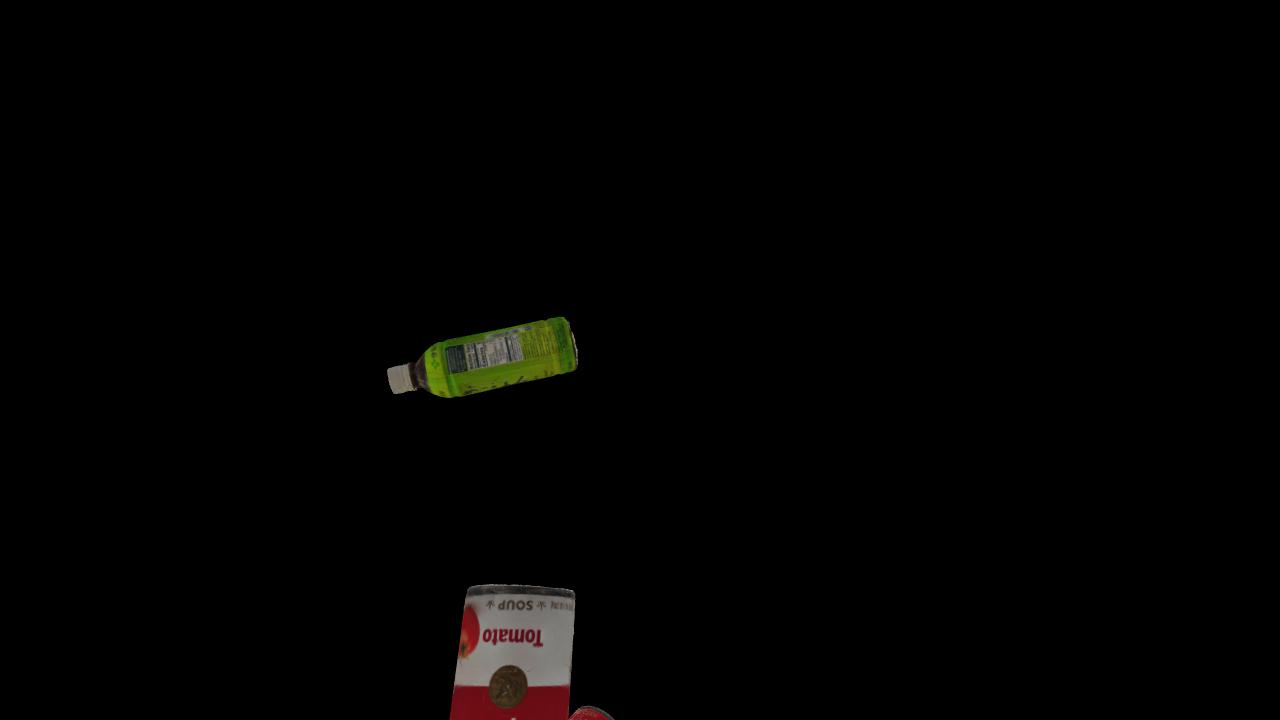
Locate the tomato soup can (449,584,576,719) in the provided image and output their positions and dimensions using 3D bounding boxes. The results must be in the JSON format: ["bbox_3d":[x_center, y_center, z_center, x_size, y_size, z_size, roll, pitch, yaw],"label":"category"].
[{"bbox_3d":[-0.072,0.185,0.353,0.068,0.101,0.068,1,-27,1],"label":"tomato soup can"}]

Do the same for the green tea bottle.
[{"bbox_3d":[-0.182,0.001,0.720,0.212,0.073,0.073,-11,3,-14],"label":"green tea bottle"}]

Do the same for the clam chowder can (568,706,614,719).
[{"bbox_3d":[-0.062,0.338,0.488,0.068,0.068,0.102,0,9,34],"label":"clam chowder can"}]
